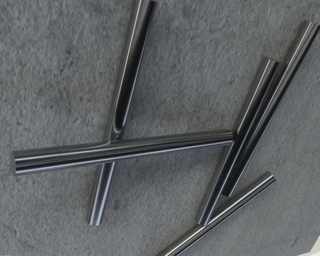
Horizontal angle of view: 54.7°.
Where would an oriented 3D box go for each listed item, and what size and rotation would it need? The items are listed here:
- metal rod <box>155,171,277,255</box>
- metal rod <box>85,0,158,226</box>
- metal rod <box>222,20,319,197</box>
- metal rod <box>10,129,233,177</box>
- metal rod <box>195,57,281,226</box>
[{"bbox_3d":[0.087,0.178,0.567,0.301,0.025,0.025,-35,129,-5],"label":"metal rod"},{"bbox_3d":[-0.053,-0.002,0.377,0.025,0.025,0.298,2,117,-30],"label":"metal rod"},{"bbox_3d":[0.164,-0.018,0.488,0.025,0.025,0.298,8,115,-32],"label":"metal rod"},{"bbox_3d":[-0.019,0.024,0.385,0.303,0.025,0.025,-5,121,-36],"label":"metal rod"},{"bbox_3d":[0.116,0.034,0.493,0.025,0.025,0.298,4,117,-31],"label":"metal rod"}]
